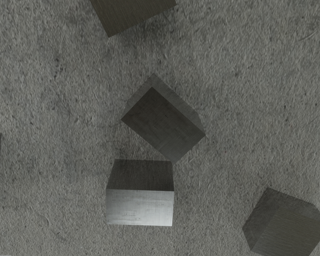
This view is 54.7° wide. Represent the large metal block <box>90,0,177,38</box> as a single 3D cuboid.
[{"bbox_3d":[-0.036,-0.155,0.339,0.080,0.050,0.080,-23,109,8],"label":"large metal block"}]

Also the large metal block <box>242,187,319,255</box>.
[{"bbox_3d":[0.180,0.144,0.451,0.080,0.050,0.079,21,109,-8],"label":"large metal block"}]

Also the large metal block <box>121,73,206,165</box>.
[{"bbox_3d":[0.004,-0.015,0.375,0.080,0.080,0.050,41,105,-14],"label":"large metal block"}]

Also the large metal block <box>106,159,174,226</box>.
[{"bbox_3d":[-0.024,0.083,0.411,0.081,0.080,0.050,2,110,-1],"label":"large metal block"}]
